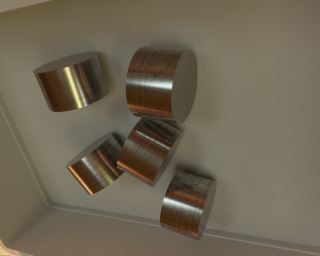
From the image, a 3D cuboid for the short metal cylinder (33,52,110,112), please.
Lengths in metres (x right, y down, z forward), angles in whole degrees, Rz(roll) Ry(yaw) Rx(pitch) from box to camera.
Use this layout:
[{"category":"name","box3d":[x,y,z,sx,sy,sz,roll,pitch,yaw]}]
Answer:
[{"category":"short metal cylinder","box3d":[-0.110,-0.060,0.392,0.080,0.080,0.050,0,118,28]}]

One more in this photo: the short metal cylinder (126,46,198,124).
[{"category":"short metal cylinder","box3d":[0.005,-0.048,0.340,0.050,0.080,0.079,10,123,22]}]

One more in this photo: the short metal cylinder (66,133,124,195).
[{"category":"short metal cylinder","box3d":[-0.087,0.051,0.448,0.080,0.080,0.050,-27,104,37]}]

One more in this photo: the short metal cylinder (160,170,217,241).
[{"category":"short metal cylinder","box3d":[0.039,0.102,0.415,0.050,0.080,0.079,15,124,19]}]

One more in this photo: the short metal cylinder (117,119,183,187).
[{"category":"short metal cylinder","box3d":[-0.011,0.029,0.396,0.050,0.080,0.079,29,128,10]}]
